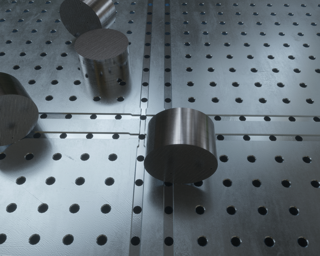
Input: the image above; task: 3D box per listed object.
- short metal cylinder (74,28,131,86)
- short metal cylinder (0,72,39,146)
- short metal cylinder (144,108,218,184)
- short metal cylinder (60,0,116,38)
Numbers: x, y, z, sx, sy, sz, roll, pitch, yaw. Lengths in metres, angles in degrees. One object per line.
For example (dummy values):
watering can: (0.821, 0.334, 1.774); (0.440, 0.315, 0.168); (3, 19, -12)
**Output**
short metal cylinder: (-0.088, -0.111, 0.484); (0.081, 0.050, 0.080); (0, 50, 0)
short metal cylinder: (-0.203, -0.023, 0.389); (0.081, 0.080, 0.050); (-30, 56, -23)
short metal cylinder: (0.024, 0.022, 0.354); (0.081, 0.080, 0.050); (2, 50, 1)
short metal cylinder: (-0.124, -0.196, 0.535); (0.080, 0.080, 0.050); (17, 52, 14)
